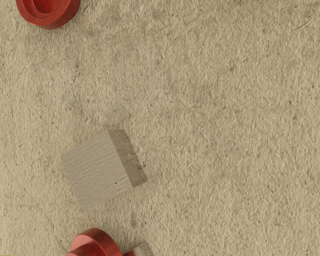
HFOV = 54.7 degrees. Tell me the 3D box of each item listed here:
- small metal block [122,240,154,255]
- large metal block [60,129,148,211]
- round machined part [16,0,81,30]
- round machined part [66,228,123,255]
[{"bbox_3d":[-0.032,0.189,0.419,0.050,0.025,0.050,-33,80,16],"label":"small metal block"},{"bbox_3d":[-0.075,0.055,0.421,0.080,0.050,0.080,-28,81,17],"label":"large metal block"},{"bbox_3d":[-0.157,-0.193,0.454,0.098,0.042,0.097,0,90,19],"label":"round machined part"},{"bbox_3d":[-0.091,0.188,0.412,0.098,0.042,0.097,11,108,39],"label":"round machined part"}]
